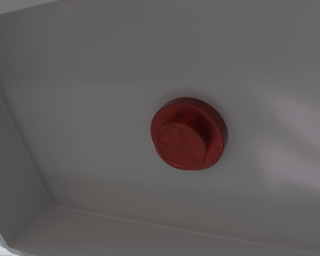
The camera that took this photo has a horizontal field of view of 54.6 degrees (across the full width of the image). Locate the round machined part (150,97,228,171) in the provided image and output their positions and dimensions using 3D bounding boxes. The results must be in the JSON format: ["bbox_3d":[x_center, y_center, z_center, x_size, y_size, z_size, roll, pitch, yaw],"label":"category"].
[{"bbox_3d":[0.032,0.014,0.390,0.098,0.042,0.097,13,124,21],"label":"round machined part"}]
